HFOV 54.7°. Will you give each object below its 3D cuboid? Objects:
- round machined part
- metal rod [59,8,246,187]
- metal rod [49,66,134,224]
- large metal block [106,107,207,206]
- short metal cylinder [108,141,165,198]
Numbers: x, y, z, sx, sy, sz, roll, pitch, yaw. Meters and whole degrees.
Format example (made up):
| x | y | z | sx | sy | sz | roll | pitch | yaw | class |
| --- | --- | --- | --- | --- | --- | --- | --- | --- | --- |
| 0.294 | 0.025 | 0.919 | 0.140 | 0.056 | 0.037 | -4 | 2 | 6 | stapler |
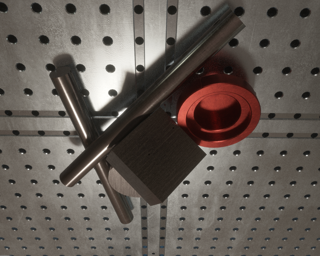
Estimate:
| x | y | z | sx | sy | sz | roll | pitch | yaw | class |
| --- | --- | --- | --- | --- | --- | --- | --- | --- | --- |
| 0.069 | -0.025 | 0.381 | 0.099 | 0.042 | 0.097 | 0 | 130 | 0 | round machined part |
| -0.024 | -0.021 | 0.372 | 0.025 | 0.025 | 0.299 | 37 | 115 | -27 | metal rod |
| -0.087 | 0.047 | 0.450 | 0.025 | 0.025 | 0.298 | -9 | 130 | 7 | metal rod |
| -0.006 | 0.035 | 0.376 | 0.080 | 0.080 | 0.050 | 46 | 155 | 1 | large metal block |
| -0.030 | 0.054 | 0.441 | 0.081 | 0.050 | 0.079 | 0 | 131 | 0 | short metal cylinder |
